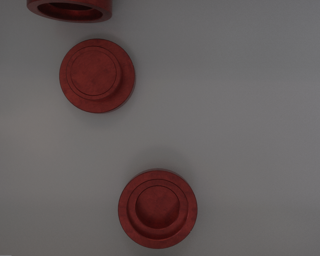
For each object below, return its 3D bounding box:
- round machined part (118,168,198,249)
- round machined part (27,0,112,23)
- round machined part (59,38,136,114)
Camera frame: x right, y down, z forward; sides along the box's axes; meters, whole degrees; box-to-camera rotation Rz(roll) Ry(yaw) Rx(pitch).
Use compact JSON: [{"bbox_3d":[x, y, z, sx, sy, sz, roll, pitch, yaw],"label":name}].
[{"bbox_3d":[-0.003,0.101,0.403,0.099,0.042,0.097,0,90,0],"label":"round machined part"},{"bbox_3d":[-0.107,-0.160,0.373,0.099,0.098,0.042,2,95,0],"label":"round machined part"},{"bbox_3d":[-0.082,-0.068,0.402,0.099,0.042,0.097,0,90,0],"label":"round machined part"}]
